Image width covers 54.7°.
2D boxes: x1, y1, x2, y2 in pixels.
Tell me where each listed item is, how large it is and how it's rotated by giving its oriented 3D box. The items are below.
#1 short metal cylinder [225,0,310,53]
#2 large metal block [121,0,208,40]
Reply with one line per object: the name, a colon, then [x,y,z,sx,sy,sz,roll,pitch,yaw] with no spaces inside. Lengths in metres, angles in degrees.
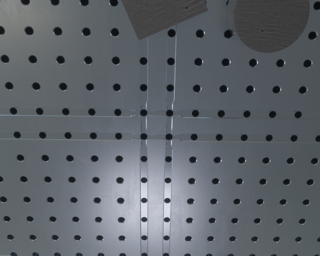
short metal cylinder: [0.119,-0.129,0.353,0.081,0.050,0.079,0,110,0]
large metal block: [-0.002,-0.153,0.343,0.080,0.050,0.080,-21,109,7]
